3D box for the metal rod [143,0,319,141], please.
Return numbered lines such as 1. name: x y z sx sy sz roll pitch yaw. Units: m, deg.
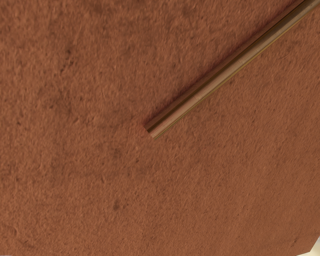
1. metal rod: 0.102 -0.088 0.409 0.300 0.025 0.025 -40 130 -2
